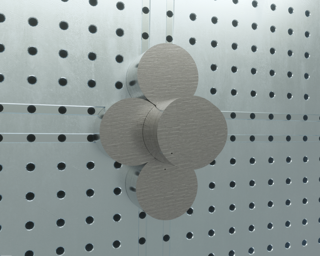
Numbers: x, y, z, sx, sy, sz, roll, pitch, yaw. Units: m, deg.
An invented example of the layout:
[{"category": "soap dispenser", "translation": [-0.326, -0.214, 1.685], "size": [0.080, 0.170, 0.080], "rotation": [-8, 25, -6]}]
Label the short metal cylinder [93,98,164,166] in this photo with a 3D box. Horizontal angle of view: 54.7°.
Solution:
[{"category": "short metal cylinder", "translation": [-0.039, 0.004, 0.385], "size": [0.081, 0.050, 0.079], "rotation": [0, 90, -20]}]

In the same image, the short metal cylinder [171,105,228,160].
[{"category": "short metal cylinder", "translation": [0.042, 0.005, 0.414], "size": [0.081, 0.050, 0.079], "rotation": [0, 90, -20]}]

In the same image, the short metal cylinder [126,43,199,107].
[{"category": "short metal cylinder", "translation": [0.002, -0.064, 0.400], "size": [0.081, 0.050, 0.079], "rotation": [0, 90, -21]}]

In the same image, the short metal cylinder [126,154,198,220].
[{"category": "short metal cylinder", "translation": [0.001, 0.072, 0.399], "size": [0.081, 0.050, 0.080], "rotation": [1, 88, -20]}]

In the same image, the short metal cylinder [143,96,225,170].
[{"category": "short metal cylinder", "translation": [0.026, 0.005, 0.355], "size": [0.081, 0.050, 0.079], "rotation": [0, 90, -20]}]
